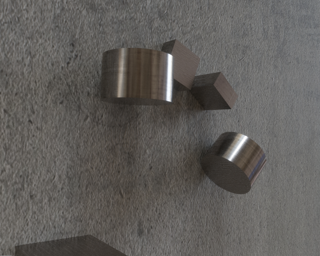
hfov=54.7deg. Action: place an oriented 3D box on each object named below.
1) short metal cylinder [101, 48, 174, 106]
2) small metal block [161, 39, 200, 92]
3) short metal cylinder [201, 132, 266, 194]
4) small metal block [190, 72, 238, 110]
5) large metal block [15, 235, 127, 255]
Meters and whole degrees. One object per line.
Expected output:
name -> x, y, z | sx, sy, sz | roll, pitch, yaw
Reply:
short metal cylinder -> -0.025, -0.054, 0.348 | 0.081, 0.080, 0.050 | 3, 88, -40
small metal block -> 0.024, -0.084, 0.424 | 0.050, 0.025, 0.050 | 28, 72, -37
short metal cylinder -> 0.109, 0.052, 0.460 | 0.050, 0.080, 0.080 | -48, 119, -29
small metal block -> 0.077, -0.052, 0.452 | 0.050, 0.050, 0.025 | 46, 62, -30
large metal block -> -0.086, 0.144, 0.297 | 0.081, 0.080, 0.050 | 6, 86, -40
